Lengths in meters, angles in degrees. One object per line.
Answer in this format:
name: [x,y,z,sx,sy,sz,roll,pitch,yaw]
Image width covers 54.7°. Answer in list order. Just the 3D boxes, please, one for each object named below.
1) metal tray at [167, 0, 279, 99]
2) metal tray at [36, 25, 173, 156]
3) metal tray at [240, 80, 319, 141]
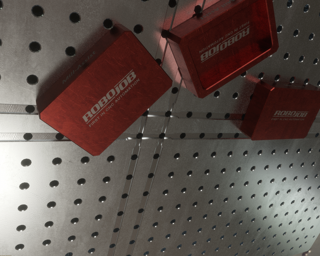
metal tray: [0.083,-0.107,0.388,0.131,0.030,0.090,-33,129,-7]
metal tray: [-0.060,-0.039,0.352,0.130,0.030,0.090,-44,130,2]
metal tray: [0.202,-0.027,0.505,0.131,0.030,0.089,0,119,-29]
